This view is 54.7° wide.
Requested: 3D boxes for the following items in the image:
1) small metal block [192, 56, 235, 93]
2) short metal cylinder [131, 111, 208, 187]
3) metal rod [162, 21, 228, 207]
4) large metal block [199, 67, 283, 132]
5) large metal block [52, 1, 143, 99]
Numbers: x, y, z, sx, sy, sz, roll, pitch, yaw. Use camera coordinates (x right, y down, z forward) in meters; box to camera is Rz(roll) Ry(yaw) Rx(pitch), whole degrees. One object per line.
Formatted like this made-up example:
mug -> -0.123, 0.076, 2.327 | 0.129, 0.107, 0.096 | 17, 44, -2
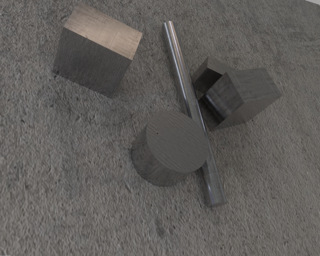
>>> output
small metal block -> 0.082, -0.076, 0.478 | 0.050, 0.050, 0.025 | 22, 54, -15
short metal cylinder -> 0.011, 0.026, 0.378 | 0.081, 0.050, 0.080 | 14, 56, -21
metal rod -> 0.043, -0.036, 0.448 | 0.025, 0.025, 0.299 | 2, 61, -27
large metal block -> 0.114, -0.042, 0.455 | 0.081, 0.080, 0.050 | -12, 68, -33
large metal block -> -0.078, -0.093, 0.383 | 0.080, 0.080, 0.050 | 24, 53, -14
